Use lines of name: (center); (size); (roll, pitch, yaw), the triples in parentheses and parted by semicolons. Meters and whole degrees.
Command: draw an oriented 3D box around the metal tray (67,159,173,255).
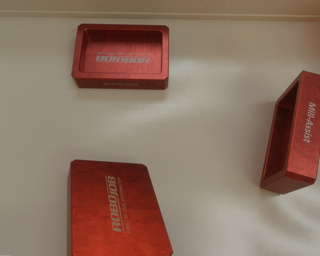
metal tray: (-0.048, 0.087, 0.322); (0.091, 0.030, 0.130); (6, 31, -20)

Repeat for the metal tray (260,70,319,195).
metal tray: (0.160, 0.009, 0.374); (0.030, 0.090, 0.130); (16, 71, 5)

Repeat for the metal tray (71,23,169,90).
metal tray: (-0.053, -0.102, 0.443); (0.131, 0.030, 0.090); (1, 70, 0)
